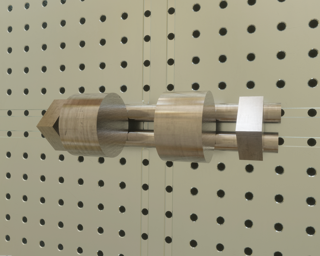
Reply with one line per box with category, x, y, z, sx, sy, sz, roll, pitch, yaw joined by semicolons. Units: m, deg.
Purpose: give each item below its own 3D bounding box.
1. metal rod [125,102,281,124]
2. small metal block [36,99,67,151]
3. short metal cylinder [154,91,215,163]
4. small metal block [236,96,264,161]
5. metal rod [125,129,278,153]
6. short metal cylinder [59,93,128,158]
metal rod;0.000;-0.020;0.413;0.301;0.025;0.025;1;91;19
small metal block;-0.133;-0.004;0.422;0.025;0.050;0.050;1;48;20
short metal cylinder;0.031;-0.002;0.349;0.050;0.080;0.079;1;90;20
small metal block;0.100;0.001;0.340;0.025;0.050;0.050;1;49;20
metal rod;-0.003;0.015;0.414;0.301;0.025;0.025;1;91;19
short metal cylinder;-0.080;-0.004;0.388;0.050;0.080;0.079;1;90;20
